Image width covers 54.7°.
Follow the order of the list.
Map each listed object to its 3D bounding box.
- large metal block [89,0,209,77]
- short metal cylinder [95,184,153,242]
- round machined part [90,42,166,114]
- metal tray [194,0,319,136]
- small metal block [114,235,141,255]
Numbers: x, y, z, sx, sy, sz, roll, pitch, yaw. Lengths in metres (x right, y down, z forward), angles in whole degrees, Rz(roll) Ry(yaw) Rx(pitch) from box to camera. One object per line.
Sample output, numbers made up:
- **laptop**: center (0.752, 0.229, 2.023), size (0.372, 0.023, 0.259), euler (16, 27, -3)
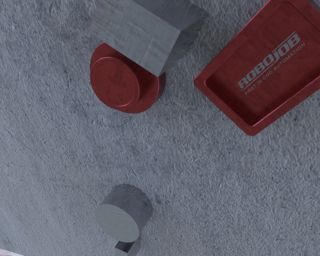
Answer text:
- **large metal block**: center (-0.009, -0.106, 0.310), size (0.080, 0.080, 0.050), euler (34, 129, 5)
- **short metal cylinder**: center (-0.058, 0.139, 0.507), size (0.080, 0.050, 0.079), euler (13, 124, 21)
- **round machined part**: center (-0.046, -0.061, 0.383), size (0.098, 0.042, 0.097), euler (13, 124, 21)
- **metal tray**: center (0.108, -0.061, 0.308), size (0.090, 0.030, 0.129), euler (43, 129, -2)
- **small metal block**: center (-0.057, 0.214, 0.553), size (0.025, 0.050, 0.050), euler (18, 125, 18)
